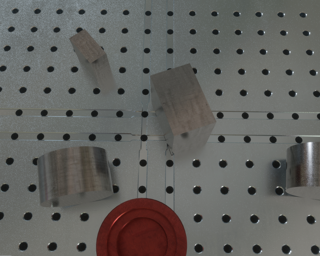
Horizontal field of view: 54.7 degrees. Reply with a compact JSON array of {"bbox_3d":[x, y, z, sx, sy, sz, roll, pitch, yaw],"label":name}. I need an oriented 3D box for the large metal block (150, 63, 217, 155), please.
[{"bbox_3d":[0.026,-0.021,0.390,0.050,0.080,0.080,-19,71,-7],"label":"large metal block"}]

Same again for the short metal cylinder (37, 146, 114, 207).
[{"bbox_3d":[-0.098,0.058,0.360,0.081,0.080,0.050,-11,71,-4],"label":"short metal cylinder"}]

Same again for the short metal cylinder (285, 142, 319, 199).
[{"bbox_3d":[0.192,0.053,0.365,0.080,0.080,0.050,8,70,3],"label":"short metal cylinder"}]

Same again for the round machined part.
[{"bbox_3d":[-0.020,0.132,0.354,0.099,0.042,0.098,0,70,0],"label":"round machined part"}]

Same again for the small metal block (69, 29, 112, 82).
[{"bbox_3d":[-0.096,-0.101,0.434,0.025,0.050,0.050,-37,74,-12],"label":"small metal block"}]
